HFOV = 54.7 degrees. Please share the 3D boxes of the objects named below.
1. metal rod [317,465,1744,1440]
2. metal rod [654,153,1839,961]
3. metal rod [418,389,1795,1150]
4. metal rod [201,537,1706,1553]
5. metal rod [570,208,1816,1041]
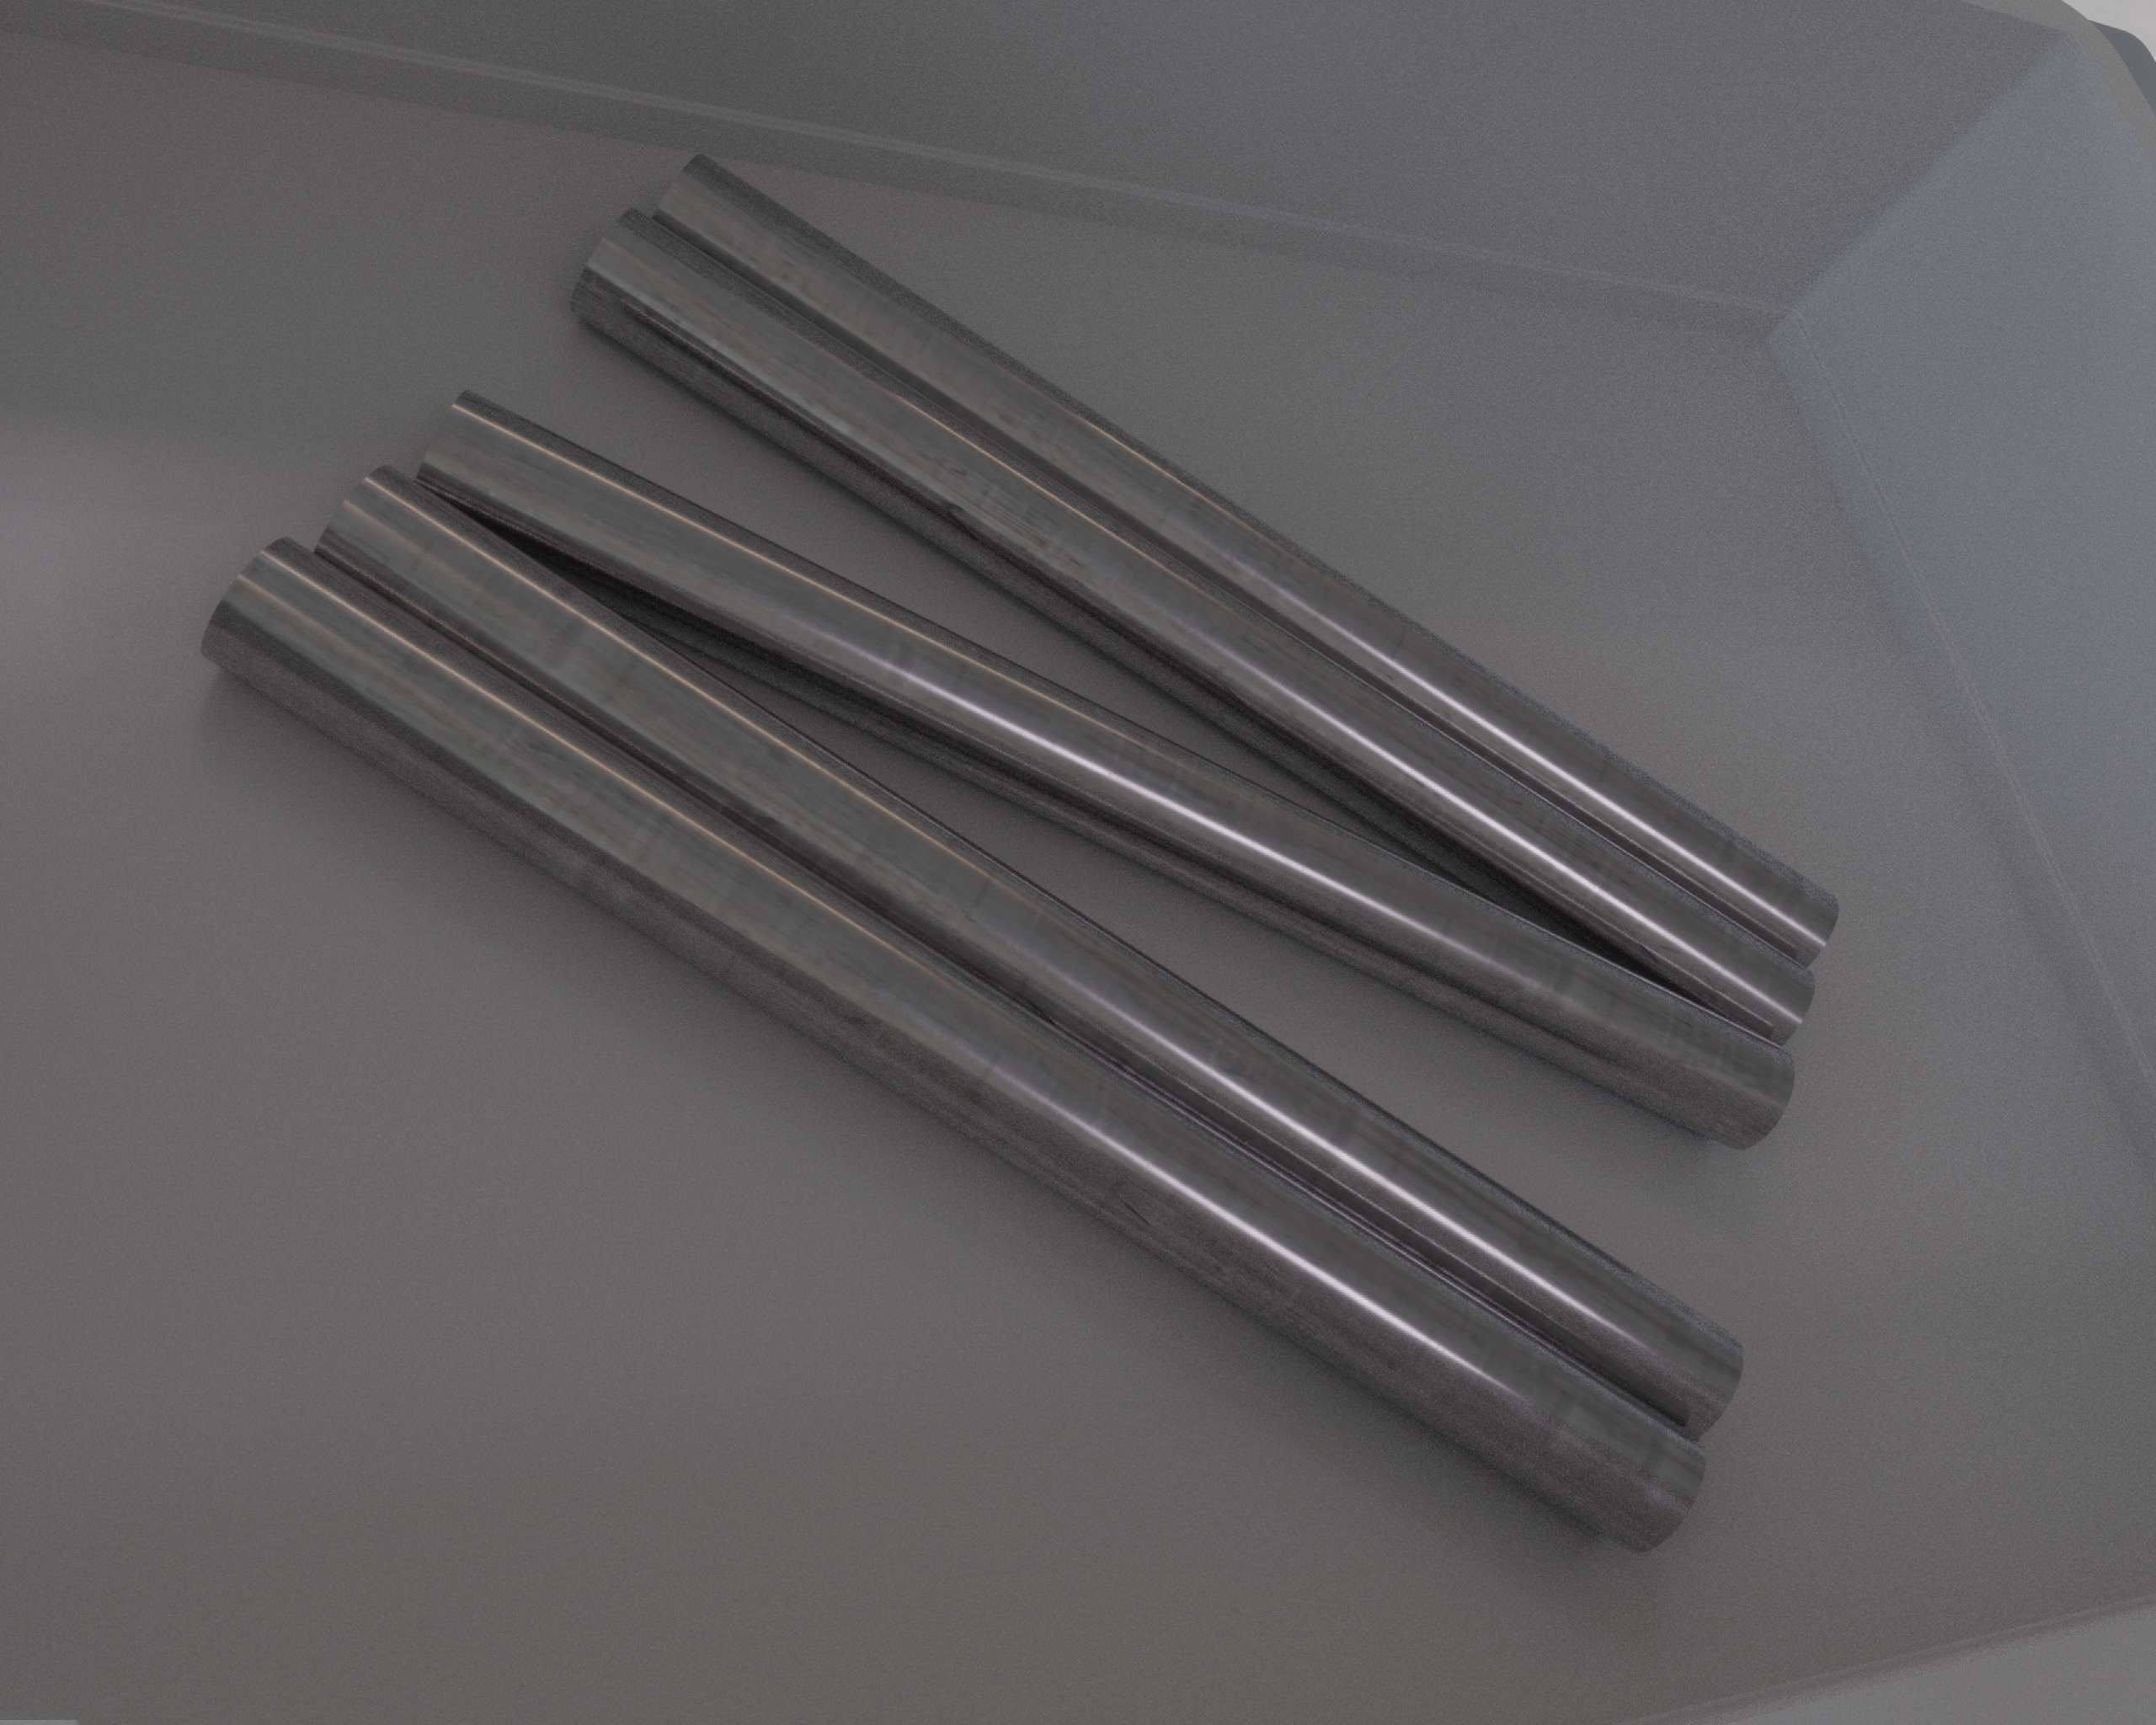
[{"bbox_3d":[-0.004,0.021,0.389,0.301,0.025,0.025,33,51,-7],"label":"metal rod"},{"bbox_3d":[0.041,-0.061,0.463,0.301,0.025,0.025,32,52,-8],"label":"metal rod"},{"bbox_3d":[0.014,-0.013,0.419,0.301,0.025,0.025,26,53,-12],"label":"metal rod"},{"bbox_3d":[-0.016,0.036,0.373,0.301,0.025,0.025,33,51,-7],"label":"metal rod"},{"bbox_3d":[0.030,-0.045,0.447,0.301,0.025,0.025,32,52,-8],"label":"metal rod"}]
